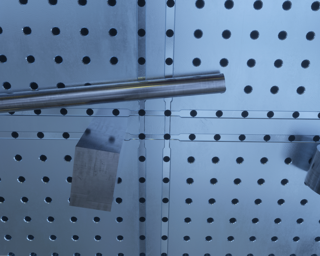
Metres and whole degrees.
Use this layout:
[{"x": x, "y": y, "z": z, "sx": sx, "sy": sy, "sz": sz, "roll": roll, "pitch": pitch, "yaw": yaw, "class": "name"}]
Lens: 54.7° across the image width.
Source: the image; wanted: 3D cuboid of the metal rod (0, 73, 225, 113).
[{"x": -0.070, "y": -0.044, "z": 0.396, "sx": 0.302, "sy": 0.025, "sz": 0.025, "roll": -5, "pitch": 110, "yaw": 1, "class": "metal rod"}]

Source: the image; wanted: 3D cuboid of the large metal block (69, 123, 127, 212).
[{"x": -0.078, "y": 0.048, "z": 0.401, "sx": 0.050, "sy": 0.080, "sz": 0.079, "roll": 10, "pitch": 110, "yaw": -4, "class": "large metal block"}]

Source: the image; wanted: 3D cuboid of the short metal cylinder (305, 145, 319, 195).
[{"x": 0.242, "y": 0.061, "z": 0.410, "sx": 0.081, "sy": 0.080, "sz": 0.050, "roll": 9, "pitch": 110, "yaw": -4, "class": "short metal cylinder"}]
